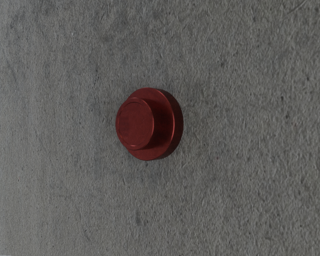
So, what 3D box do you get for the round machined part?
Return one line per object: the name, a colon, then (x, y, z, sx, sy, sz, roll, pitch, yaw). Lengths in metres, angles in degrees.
round machined part: (-0.021, -0.005, 0.410, 0.098, 0.042, 0.097, 0, 90, 39)
